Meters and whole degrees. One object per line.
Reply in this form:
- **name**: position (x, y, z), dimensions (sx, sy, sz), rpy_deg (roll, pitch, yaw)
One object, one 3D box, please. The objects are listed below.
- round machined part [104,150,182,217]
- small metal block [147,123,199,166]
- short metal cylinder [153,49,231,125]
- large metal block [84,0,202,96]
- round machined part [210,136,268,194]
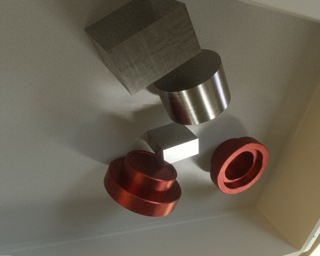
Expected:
- **round machined part**: position (-0.017, 0.063, 0.393), dimensions (0.099, 0.098, 0.042), rpy_deg (11, 113, -33)
- **small metal block**: position (0.017, 0.019, 0.415), dimensions (0.050, 0.050, 0.025), rpy_deg (-17, 126, -19)
- **short metal cylinder**: position (0.038, -0.049, 0.365), dimensions (0.080, 0.080, 0.050), rpy_deg (-32, 129, -8)
- **large metal block**: position (-0.019, -0.088, 0.309), dimensions (0.080, 0.080, 0.050), rpy_deg (-34, 129, -7)
- **round machined part**: position (0.122, 0.055, 0.501), dimensions (0.099, 0.042, 0.097), rpy_deg (-14, 125, -21)
